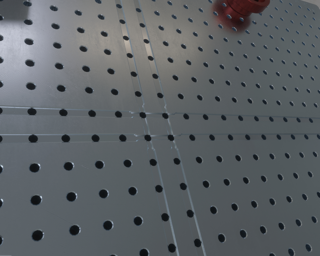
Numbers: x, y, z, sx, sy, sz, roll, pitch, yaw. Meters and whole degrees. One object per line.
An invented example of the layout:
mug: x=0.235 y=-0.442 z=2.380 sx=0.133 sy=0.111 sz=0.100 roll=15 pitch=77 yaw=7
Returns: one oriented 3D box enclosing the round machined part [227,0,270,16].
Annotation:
round machined part: x=0.185 y=-0.283 z=0.669 sx=0.099 sy=0.042 sz=0.098 roll=14 pitch=56 yaw=-21
